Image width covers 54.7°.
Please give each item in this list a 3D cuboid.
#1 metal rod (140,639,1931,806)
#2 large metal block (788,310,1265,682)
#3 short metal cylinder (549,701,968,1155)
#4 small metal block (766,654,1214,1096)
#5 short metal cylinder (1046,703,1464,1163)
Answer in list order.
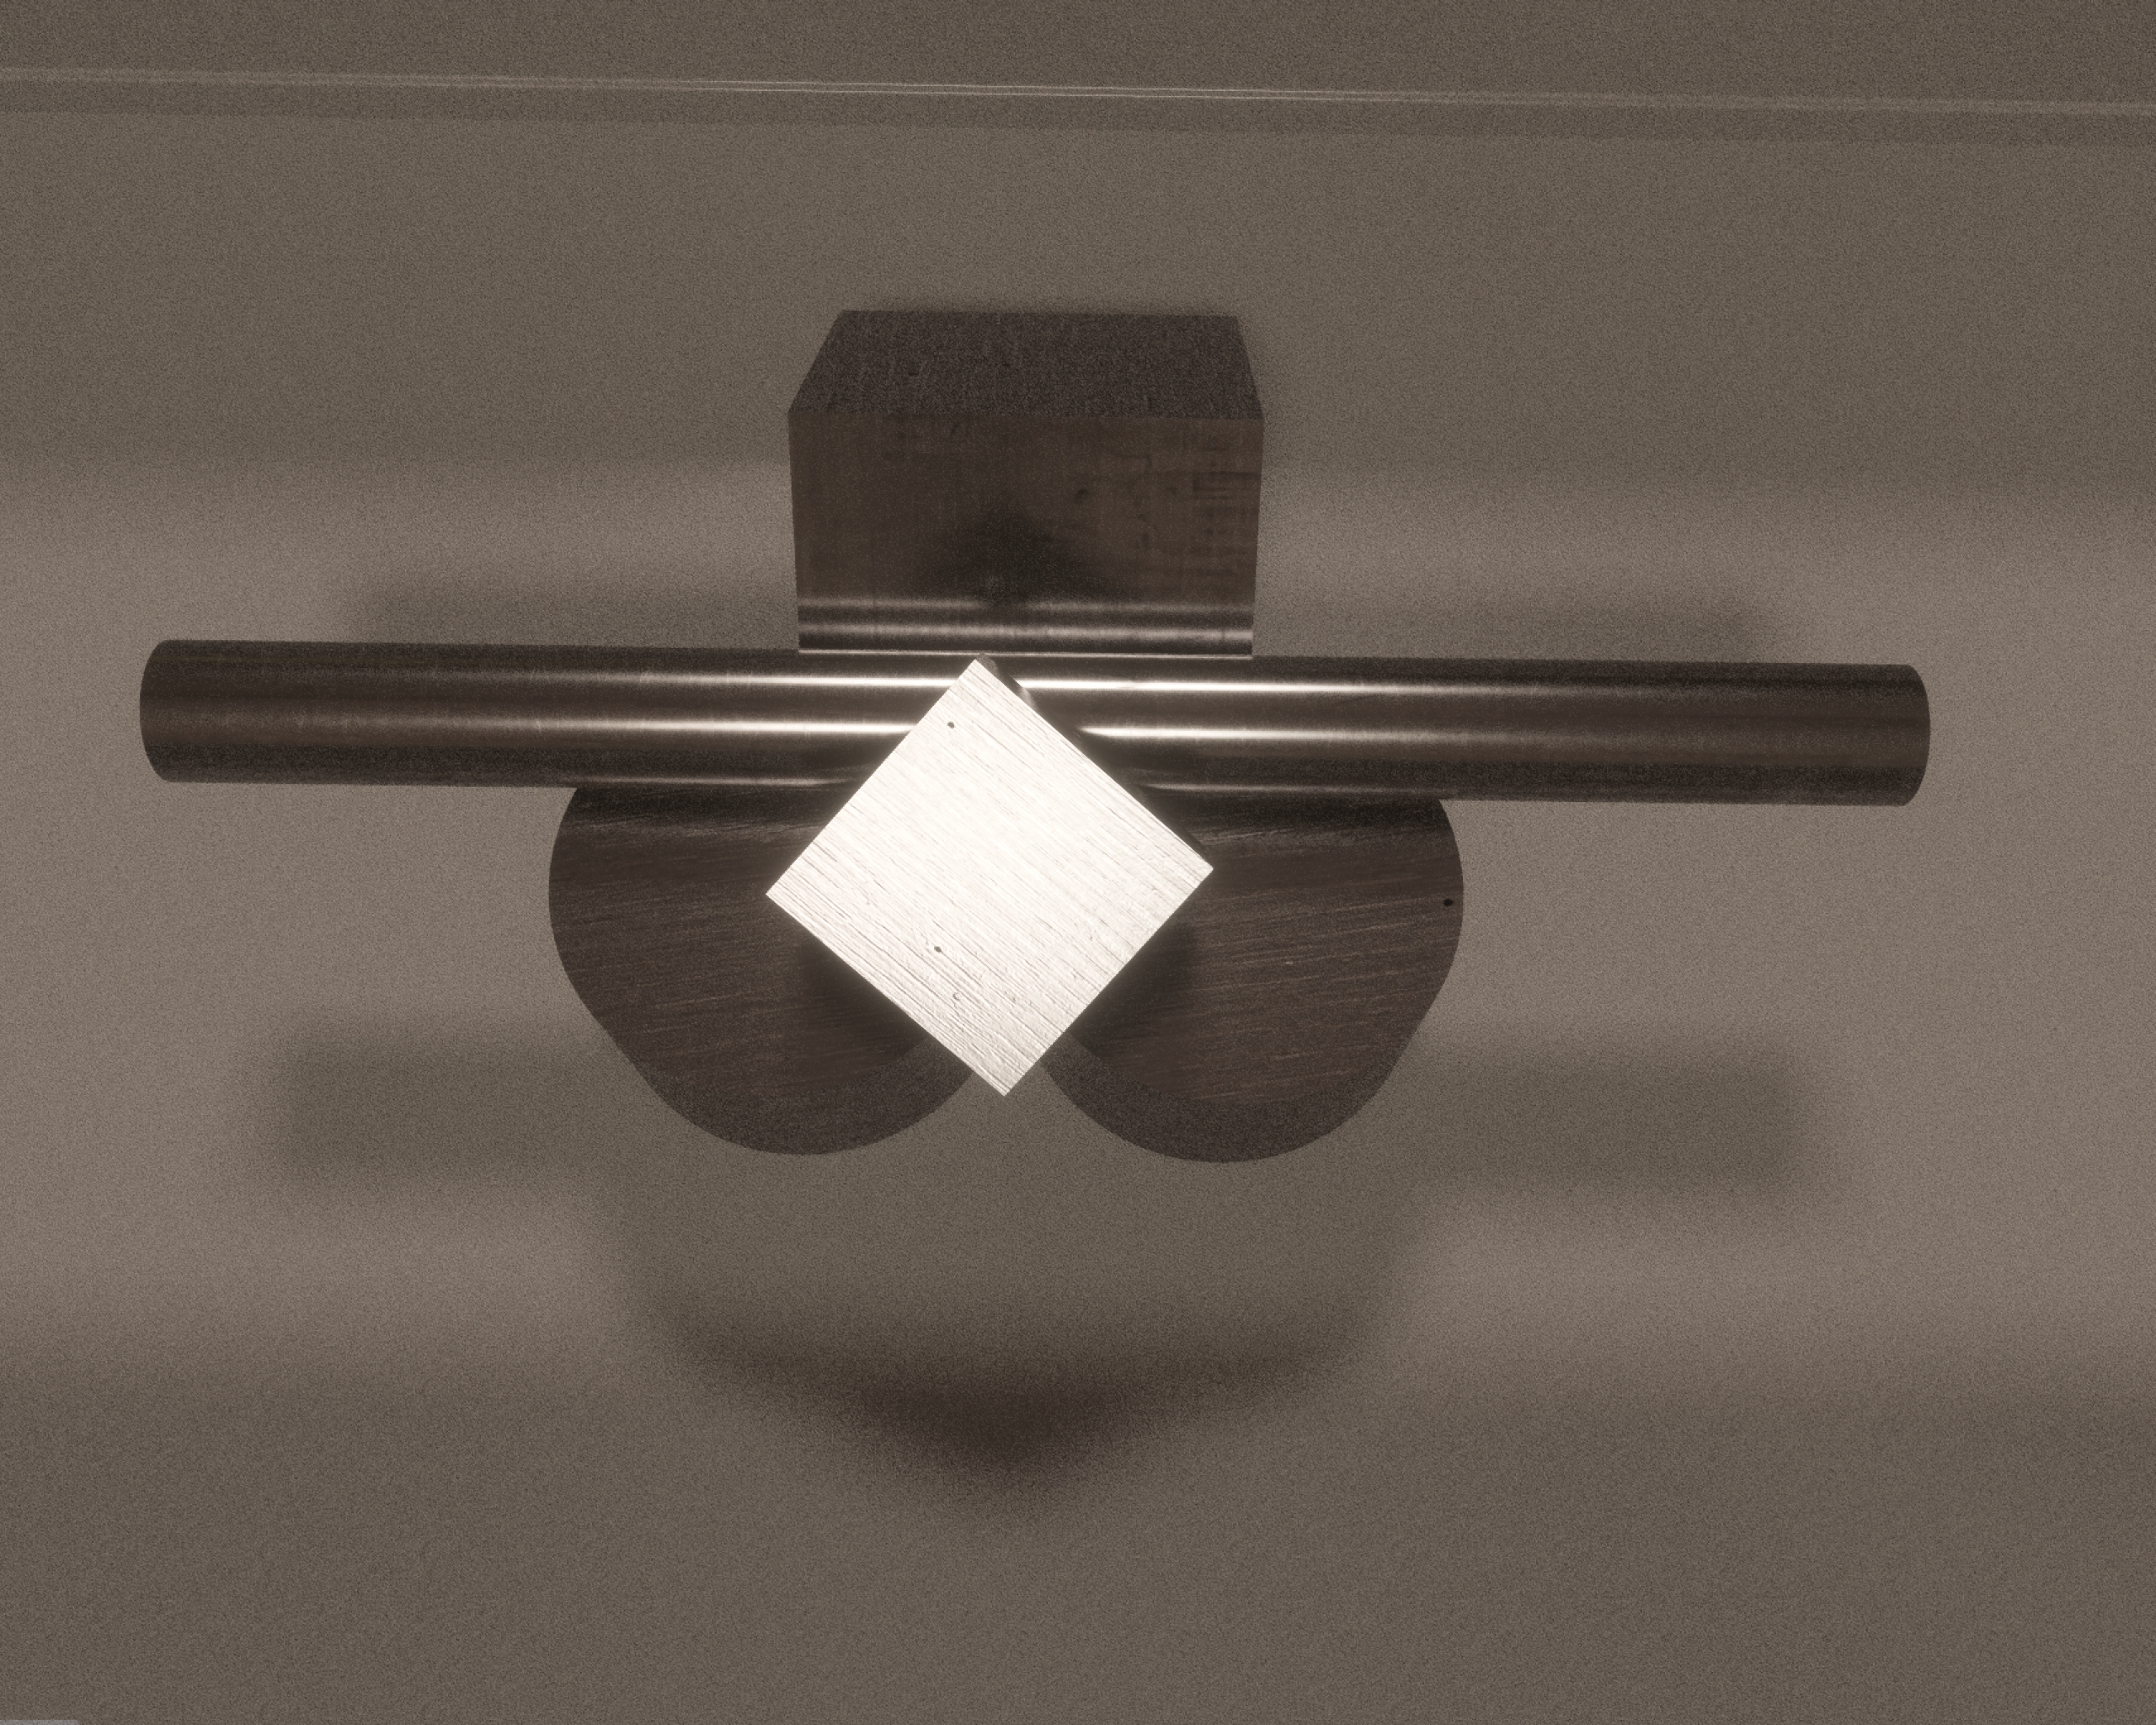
[{"bbox_3d":[-0.007,-0.024,0.364,0.302,0.025,0.025,1,70,0],"label":"metal rod"},{"bbox_3d":[-0.009,-0.071,0.399,0.081,0.050,0.080,1,27,0],"label":"large metal block"},{"bbox_3d":[-0.053,0.010,0.391,0.081,0.050,0.080,0,70,0],"label":"short metal cylinder"},{"bbox_3d":[-0.014,0.001,0.343,0.050,0.025,0.050,41,96,-6],"label":"small metal block"},{"bbox_3d":[0.028,0.012,0.391,0.081,0.050,0.080,0,70,0],"label":"short metal cylinder"}]
